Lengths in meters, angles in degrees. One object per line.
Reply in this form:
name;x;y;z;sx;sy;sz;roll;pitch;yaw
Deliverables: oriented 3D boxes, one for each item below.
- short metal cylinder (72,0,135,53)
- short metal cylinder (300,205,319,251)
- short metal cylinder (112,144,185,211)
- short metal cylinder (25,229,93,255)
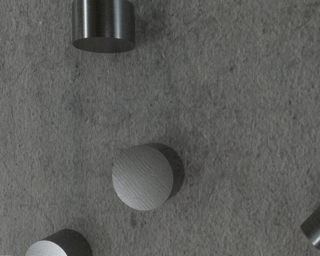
short metal cylinder;-0.073;-0.132;0.404;0.080;0.080;0.050;-1;90;19
short metal cylinder;0.193;0.111;0.312;0.080;0.080;0.050;40;103;15
short metal cylinder;-0.014;0.060;0.400;0.080;0.050;0.079;0;90;19
short metal cylinder;-0.145;0.193;0.445;0.080;0.050;0.079;0;90;19
